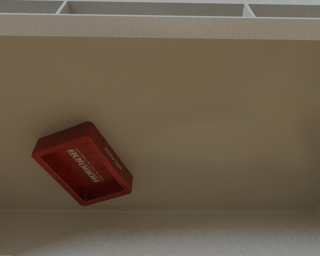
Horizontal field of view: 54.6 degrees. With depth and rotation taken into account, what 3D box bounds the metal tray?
[{"bbox_3d":[-0.108,0.058,0.453,0.090,0.030,0.130,-19,128,15],"label":"metal tray"}]
